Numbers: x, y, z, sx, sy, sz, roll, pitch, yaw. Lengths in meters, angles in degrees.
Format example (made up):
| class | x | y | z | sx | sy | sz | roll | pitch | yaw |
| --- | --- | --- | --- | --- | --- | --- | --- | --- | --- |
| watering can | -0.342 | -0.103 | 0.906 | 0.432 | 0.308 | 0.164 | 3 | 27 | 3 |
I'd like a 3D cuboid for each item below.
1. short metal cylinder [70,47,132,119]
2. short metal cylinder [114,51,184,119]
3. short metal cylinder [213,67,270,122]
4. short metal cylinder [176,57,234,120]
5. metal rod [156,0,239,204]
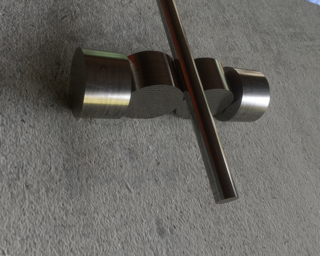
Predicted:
| class | x | y | z | sx | sy | sz | roll | pitch | yaw |
| --- | --- | --- | --- | --- | --- | --- | --- | --- | --- |
| short metal cylinder | -0.072 | -0.051 | 0.362 | 0.050 | 0.080 | 0.080 | 1 | 62 | -28 |
| short metal cylinder | -0.015 | -0.052 | 0.394 | 0.081 | 0.080 | 0.050 | 1 | 62 | -28 |
| short metal cylinder | 0.115 | -0.049 | 0.461 | 0.050 | 0.080 | 0.080 | 1 | 62 | -28 |
| short metal cylinder | 0.056 | -0.053 | 0.431 | 0.081 | 0.080 | 0.050 | 1 | 62 | -28 |
| metal rod | 0.038 | -0.057 | 0.381 | 0.025 | 0.025 | 0.299 | 1 | 61 | -28 |
